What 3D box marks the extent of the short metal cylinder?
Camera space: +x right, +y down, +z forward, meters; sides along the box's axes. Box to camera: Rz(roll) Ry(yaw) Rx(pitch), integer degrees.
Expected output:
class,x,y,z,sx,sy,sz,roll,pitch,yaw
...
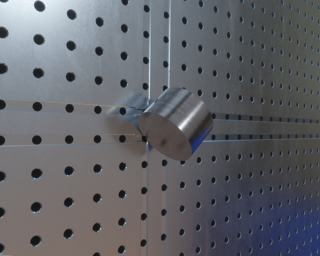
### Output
class,x,y,z,sx,sy,sz,roll,pitch,yaw
short metal cylinder,0.019,-0.005,0.391,0.050,0.080,0.080,-48,119,-29
